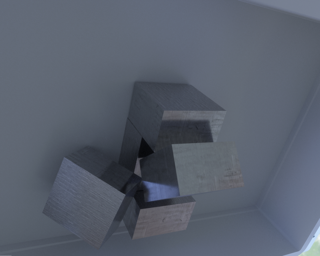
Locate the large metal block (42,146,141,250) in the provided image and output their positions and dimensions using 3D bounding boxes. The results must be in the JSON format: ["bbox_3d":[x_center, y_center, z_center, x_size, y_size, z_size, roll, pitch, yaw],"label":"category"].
[{"bbox_3d":[-0.080,0.080,0.368,0.079,0.080,0.050,-64,169,18],"label":"large metal block"}]

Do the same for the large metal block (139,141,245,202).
[{"bbox_3d":[0.032,0.050,0.349,0.081,0.080,0.050,-1,74,-29],"label":"large metal block"}]

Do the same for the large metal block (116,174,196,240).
[{"bbox_3d":[-0.011,0.099,0.427,0.081,0.080,0.050,0,118,-29],"label":"large metal block"}]

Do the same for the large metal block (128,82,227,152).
[{"bbox_3d":[0.017,-0.016,0.371,0.081,0.080,0.050,-1,119,-28],"label":"large metal block"}]

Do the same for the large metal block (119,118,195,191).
[{"bbox_3d":[-0.005,0.033,0.412,0.081,0.050,0.079,-1,119,-29],"label":"large metal block"}]
